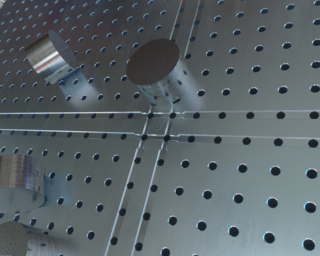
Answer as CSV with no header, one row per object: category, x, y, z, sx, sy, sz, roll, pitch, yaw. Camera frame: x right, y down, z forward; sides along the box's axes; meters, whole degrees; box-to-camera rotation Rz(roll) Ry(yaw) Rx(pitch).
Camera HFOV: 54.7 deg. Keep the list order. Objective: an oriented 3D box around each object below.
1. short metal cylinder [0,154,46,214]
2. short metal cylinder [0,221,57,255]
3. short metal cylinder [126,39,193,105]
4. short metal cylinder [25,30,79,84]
short metal cylinder,-0.203,0.079,0.431,0.080,0.080,0.050,-24,53,14
short metal cylinder,-0.178,0.162,0.386,0.080,0.050,0.080,-13,56,21
short metal cylinder,0.000,-0.079,0.441,0.080,0.050,0.080,-13,56,21
short metal cylinder,-0.190,-0.125,0.549,0.050,0.080,0.080,-31,52,9
